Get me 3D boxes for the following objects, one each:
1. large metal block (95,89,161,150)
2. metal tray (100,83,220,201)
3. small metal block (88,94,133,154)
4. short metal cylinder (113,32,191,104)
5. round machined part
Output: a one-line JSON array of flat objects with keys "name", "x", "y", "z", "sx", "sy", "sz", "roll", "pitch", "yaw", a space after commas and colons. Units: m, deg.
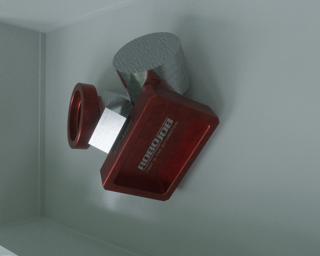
[{"name": "large metal block", "x": -0.041, "y": -0.004, "z": 0.420, "sx": 0.080, "sy": 0.050, "sz": 0.079, "roll": 19, "pitch": 102, "yaw": 38}, {"name": "metal tray", "x": -0.003, "y": 0.023, "z": 0.361, "sx": 0.129, "sy": 0.091, "sz": 0.030, "roll": -60, "pitch": 29, "yaw": 22}, {"name": "small metal block", "x": -0.055, "y": -0.006, "z": 0.365, "sx": 0.025, "sy": 0.050, "sz": 0.050, "roll": 28, "pitch": 113, "yaw": -4}, {"name": "short metal cylinder", "x": -0.008, "y": -0.070, "z": 0.366, "sx": 0.080, "sy": 0.080, "sz": 0.050, "roll": 21, "pitch": 147, "yaw": 38}, {"name": "round machined part", "x": -0.107, "y": -0.016, "z": 0.464, "sx": 0.098, "sy": 0.042, "sz": 0.098, "roll": -19, "pitch": 68, "yaw": 60}]
